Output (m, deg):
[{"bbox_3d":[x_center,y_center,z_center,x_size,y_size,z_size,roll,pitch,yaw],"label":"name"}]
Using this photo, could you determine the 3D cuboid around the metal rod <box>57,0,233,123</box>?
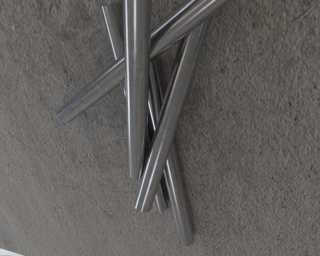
[{"bbox_3d":[-0.030,-0.074,0.342,0.299,0.025,0.025,-28,103,39],"label":"metal rod"}]

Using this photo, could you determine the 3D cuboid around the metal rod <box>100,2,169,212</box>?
[{"bbox_3d":[-0.026,-0.009,0.414,0.025,0.025,0.298,2,120,27],"label":"metal rod"}]

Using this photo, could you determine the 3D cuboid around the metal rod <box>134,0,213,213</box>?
[{"bbox_3d":[0.012,-0.016,0.365,0.025,0.025,0.298,24,119,14],"label":"metal rod"}]

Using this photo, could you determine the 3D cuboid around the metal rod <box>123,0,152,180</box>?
[{"bbox_3d":[-0.024,-0.046,0.327,0.025,0.025,0.298,20,136,16],"label":"metal rod"}]

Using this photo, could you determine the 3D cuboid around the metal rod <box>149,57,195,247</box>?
[{"bbox_3d":[0.014,0.049,0.429,0.025,0.025,0.298,2,120,27],"label":"metal rod"}]
